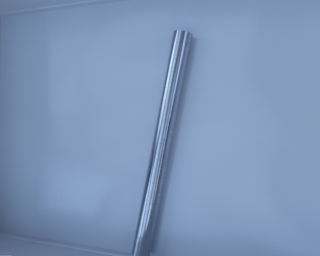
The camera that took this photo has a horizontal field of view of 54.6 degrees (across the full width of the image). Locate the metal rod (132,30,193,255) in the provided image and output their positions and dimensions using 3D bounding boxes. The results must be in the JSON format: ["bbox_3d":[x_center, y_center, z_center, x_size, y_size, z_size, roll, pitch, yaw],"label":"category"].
[{"bbox_3d":[0.002,0.024,0.410,0.025,0.025,0.298,12,94,19],"label":"metal rod"}]
